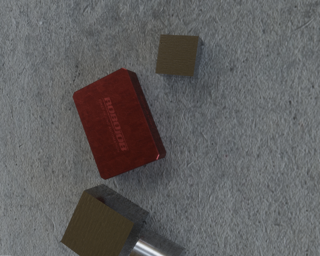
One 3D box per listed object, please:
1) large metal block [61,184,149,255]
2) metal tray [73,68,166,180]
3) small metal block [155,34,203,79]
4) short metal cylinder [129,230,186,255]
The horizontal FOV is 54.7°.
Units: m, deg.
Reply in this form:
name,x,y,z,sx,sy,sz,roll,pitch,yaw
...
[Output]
name,x,y,z,sx,sy,sz,roll,pitch,yaw
large metal block,-0.074,0.135,0.421,0.080,0.050,0.080,28,99,17
metal tray,-0.057,-0.005,0.425,0.090,0.030,0.129,-23,83,18
small metal block,0.025,-0.092,0.400,0.050,0.025,0.050,8,93,19
short metal cylinder,-0.009,0.174,0.382,0.050,0.080,0.080,22,97,18
